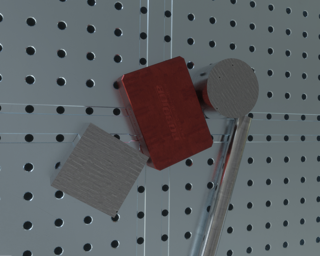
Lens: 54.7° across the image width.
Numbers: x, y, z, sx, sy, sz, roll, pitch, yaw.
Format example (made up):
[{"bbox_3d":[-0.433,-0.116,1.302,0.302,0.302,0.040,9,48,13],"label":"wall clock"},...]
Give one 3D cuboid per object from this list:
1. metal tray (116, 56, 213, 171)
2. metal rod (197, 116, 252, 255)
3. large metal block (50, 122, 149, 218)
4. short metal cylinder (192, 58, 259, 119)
[{"bbox_3d":[0.008,-0.020,0.414,0.091,0.030,0.129,-23,98,-19],"label":"metal tray"},{"bbox_3d":[0.082,0.126,0.444,0.025,0.025,0.299,19,84,-20],"label":"metal rod"},{"bbox_3d":[-0.074,0.048,0.373,0.080,0.050,0.080,33,79,-17],"label":"large metal block"},{"bbox_3d":[0.089,-0.053,0.434,0.081,0.050,0.079,0,90,-21],"label":"short metal cylinder"}]
